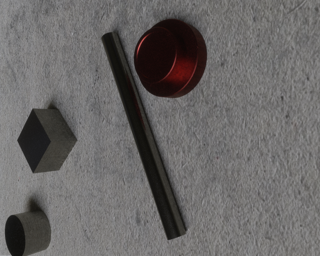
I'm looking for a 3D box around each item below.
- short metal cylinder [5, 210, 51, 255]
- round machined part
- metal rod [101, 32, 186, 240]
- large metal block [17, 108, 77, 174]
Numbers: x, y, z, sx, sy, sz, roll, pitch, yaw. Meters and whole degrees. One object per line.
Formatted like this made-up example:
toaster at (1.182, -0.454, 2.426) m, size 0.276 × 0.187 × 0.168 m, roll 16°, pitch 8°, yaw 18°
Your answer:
short metal cylinder at (-0.254, 0.202, 0.594) m, size 0.080 × 0.050 × 0.079 m, roll 0°, pitch 90°, yaw 39°
round machined part at (0.006, -0.087, 0.388) m, size 0.098 × 0.042 × 0.097 m, roll 0°, pitch 90°, yaw 39°
metal rod at (-0.027, 0.000, 0.425) m, size 0.025 × 0.025 × 0.299 m, roll -31°, pitch 71°, yaw 35°
large metal block at (-0.203, 0.022, 0.553) m, size 0.080 × 0.050 × 0.080 m, roll 52°, pitch 120°, yaw 27°
